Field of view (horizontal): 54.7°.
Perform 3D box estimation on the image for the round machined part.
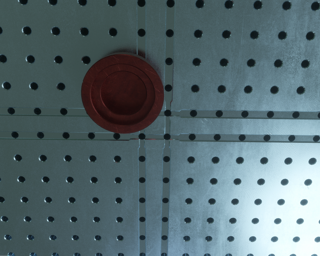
[{"bbox_3d":[-0.044,-0.045,0.387,0.099,0.042,0.097,0,110,-1],"label":"round machined part"}]
